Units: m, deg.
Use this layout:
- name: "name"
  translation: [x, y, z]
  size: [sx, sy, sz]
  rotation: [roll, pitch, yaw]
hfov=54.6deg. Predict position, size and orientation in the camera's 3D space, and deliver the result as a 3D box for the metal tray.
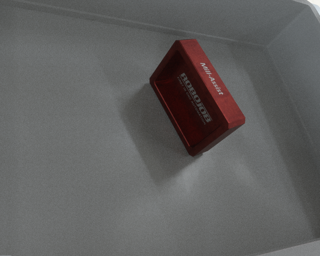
- name: "metal tray"
  translation: [0.043, -0.039, 0.406]
  size: [0.030, 0.090, 0.130]
  rotation: [-17, 71, -36]
